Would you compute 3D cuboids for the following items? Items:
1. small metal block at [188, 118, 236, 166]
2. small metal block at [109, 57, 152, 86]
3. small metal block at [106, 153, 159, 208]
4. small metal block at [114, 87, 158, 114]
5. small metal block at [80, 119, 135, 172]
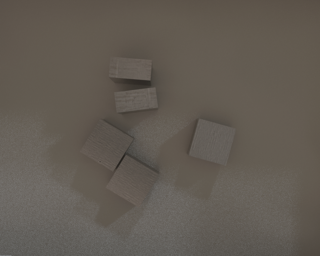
[{"bbox_3d":[0.068,0.018,0.412,0.050,0.025,0.050,16,90,-1],"label":"small metal block"},{"bbox_3d":[-0.036,-0.072,0.398,0.050,0.050,0.025,5,90,-1],"label":"small metal block"},{"bbox_3d":[-0.035,0.068,0.411,0.050,0.025,0.050,31,90,-1],"label":"small metal block"},{"bbox_3d":[-0.029,-0.034,0.399,0.050,0.050,0.025,-7,90,0],"label":"small metal block"},{"bbox_3d":[-0.069,0.022,0.411,0.050,0.025,0.050,32,90,-1],"label":"small metal block"}]
